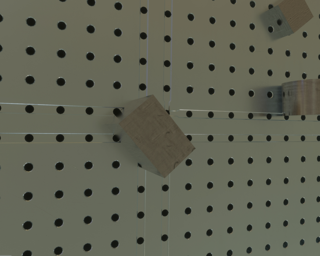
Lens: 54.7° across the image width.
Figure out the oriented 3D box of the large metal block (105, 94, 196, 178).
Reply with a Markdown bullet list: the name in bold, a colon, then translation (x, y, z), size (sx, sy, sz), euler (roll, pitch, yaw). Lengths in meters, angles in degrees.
- **large metal block**: translation (-0.015, 0.009, 0.379), size (0.050, 0.080, 0.080), euler (-42, 104, -15)

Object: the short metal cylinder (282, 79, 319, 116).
- **short metal cylinder**: translation (0.228, -0.045, 0.470), size (0.081, 0.080, 0.050), euler (-2, 91, -20)

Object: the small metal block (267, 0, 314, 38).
- **small metal block**: translation (0.207, -0.181, 0.491), size (0.050, 0.025, 0.050), euler (-39, 103, -16)
